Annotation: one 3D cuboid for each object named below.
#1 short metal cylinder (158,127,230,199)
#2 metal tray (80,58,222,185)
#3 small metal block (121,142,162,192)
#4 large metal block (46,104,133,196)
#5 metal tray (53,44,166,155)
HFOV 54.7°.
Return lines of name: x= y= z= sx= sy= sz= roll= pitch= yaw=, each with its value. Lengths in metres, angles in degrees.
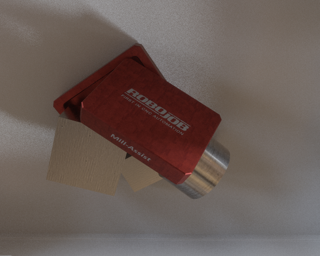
short metal cylinder: x=0.043 y=0.043 z=0.398 sx=0.050 sy=0.080 sz=0.080 roll=38 pitch=106 yaw=-13
metal tray: x=-0.008 y=-0.011 z=0.340 sx=0.130 sy=0.090 sz=0.030 roll=33 pitch=145 yaw=3
small metal block: x=-0.025 y=0.053 z=0.429 sx=0.050 sy=0.025 sz=0.050 roll=-27 pitch=108 yaw=9
large metal block: x=-0.081 y=0.025 z=0.370 sx=0.080 sy=0.050 sz=0.079 roll=15 pitch=109 yaw=-6
metal tray: x=-0.054 y=-0.034 z=0.393 sx=0.130 sy=0.030 sz=0.090 roll=-32 pitch=107 yaw=10
